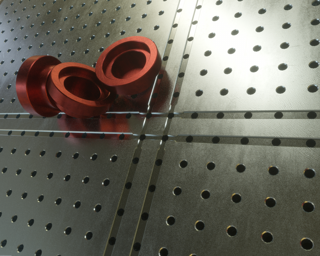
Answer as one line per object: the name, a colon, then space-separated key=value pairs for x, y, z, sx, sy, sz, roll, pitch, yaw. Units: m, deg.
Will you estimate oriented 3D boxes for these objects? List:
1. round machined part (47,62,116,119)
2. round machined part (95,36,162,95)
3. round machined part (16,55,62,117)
round machined part: x=-0.119 y=-0.052 z=0.466 sx=0.042 sy=0.099 sz=0.098 roll=-56 pitch=42 yaw=35
round machined part: x=-0.044 y=-0.089 z=0.469 sx=0.098 sy=0.042 sz=0.098 roll=-9 pitch=56 yaw=15
round machined part: x=-0.174 y=-0.065 z=0.491 sx=0.042 sy=0.098 sz=0.098 roll=5 pitch=64 yaw=22
